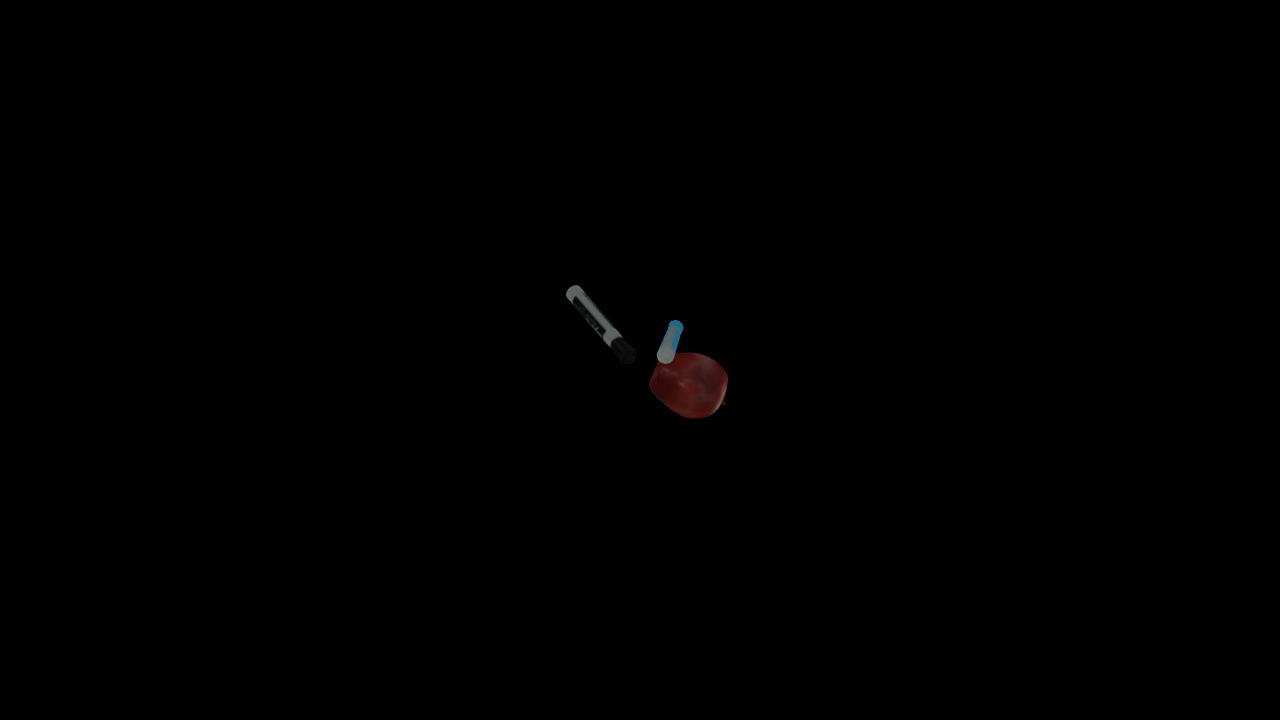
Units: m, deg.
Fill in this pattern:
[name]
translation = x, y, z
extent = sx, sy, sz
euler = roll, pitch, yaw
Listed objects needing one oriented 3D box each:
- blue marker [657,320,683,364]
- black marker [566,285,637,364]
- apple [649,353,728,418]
[blue marker]
translation = 0.036, -0.023, 0.706
extent = 0.020, 0.020, 0.121
euler = 0, 18, 9
[black marker]
translation = -0.040, -0.037, 0.631
extent = 0.020, 0.020, 0.121
euler = 0, 38, -42
[apple]
translation = 0.060, 0.030, 0.728
extent = 0.093, 0.079, 0.079
euler = 25, 1, 3
